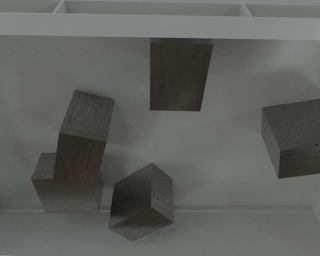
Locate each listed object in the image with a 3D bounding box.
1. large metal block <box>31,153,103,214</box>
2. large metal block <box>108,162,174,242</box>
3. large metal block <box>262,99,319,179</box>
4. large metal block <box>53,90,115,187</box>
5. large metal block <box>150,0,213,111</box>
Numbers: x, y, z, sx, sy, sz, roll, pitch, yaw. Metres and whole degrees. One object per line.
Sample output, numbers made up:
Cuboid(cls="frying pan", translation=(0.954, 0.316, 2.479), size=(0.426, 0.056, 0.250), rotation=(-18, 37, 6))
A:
Cuboid(cls="large metal block", translation=(-0.133, 0.082, 0.461), size=(0.081, 0.050, 0.079), rotation=(-1, 130, 0))
Cuboid(cls="large metal block", translation=(-0.027, 0.112, 0.468), size=(0.080, 0.080, 0.050), rotation=(-32, 123, 24))
Cuboid(cls="large metal block", translation=(0.178, 0.011, 0.386), size=(0.080, 0.080, 0.050), rotation=(-9, 130, 7))
Cuboid(cls="large metal block", translation=(-0.093, 0.013, 0.383), size=(0.050, 0.080, 0.079), rotation=(13, 129, -11))
Cuboid(cls="large metal block", translation=(0.016, -0.073, 0.302), size=(0.050, 0.080, 0.080), rotation=(1, 141, -1))
